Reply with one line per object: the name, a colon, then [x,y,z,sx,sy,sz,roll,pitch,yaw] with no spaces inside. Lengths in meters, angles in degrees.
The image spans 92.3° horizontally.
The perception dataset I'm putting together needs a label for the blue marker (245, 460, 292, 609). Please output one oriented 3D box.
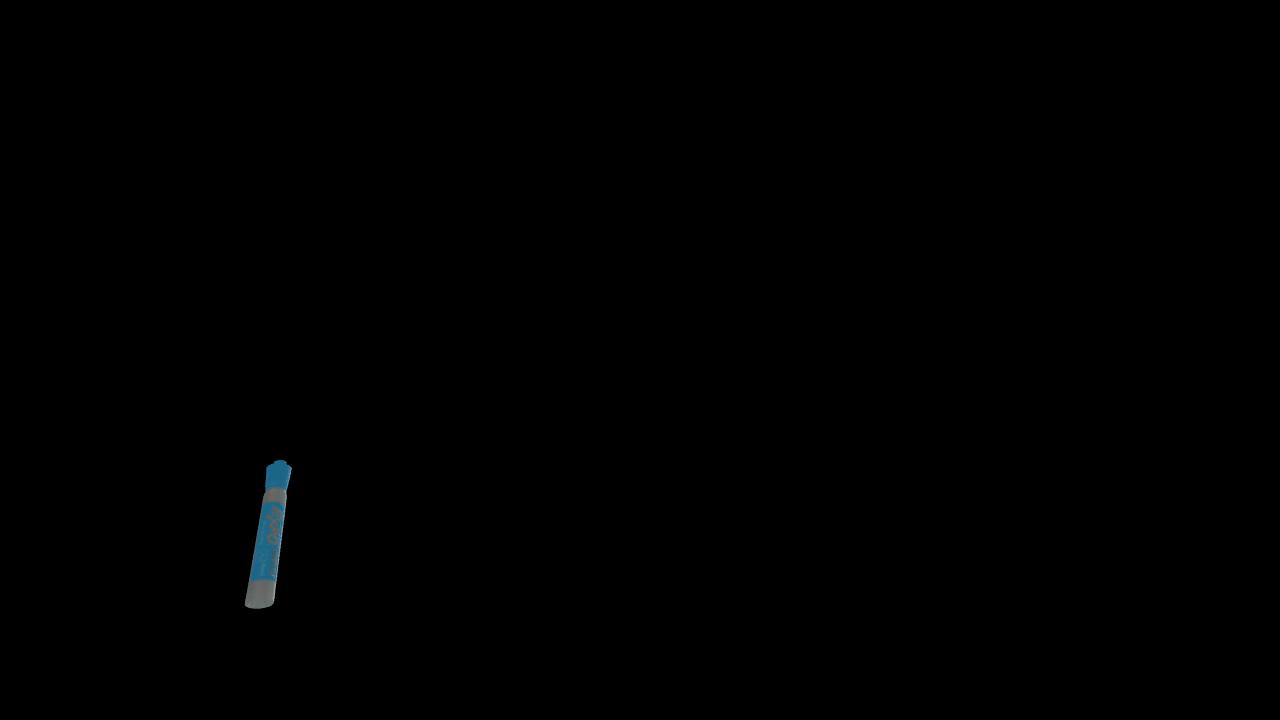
blue marker: [-0.295,0.134,0.491,0.020,0.121,0.020,-10,-37,-8]
